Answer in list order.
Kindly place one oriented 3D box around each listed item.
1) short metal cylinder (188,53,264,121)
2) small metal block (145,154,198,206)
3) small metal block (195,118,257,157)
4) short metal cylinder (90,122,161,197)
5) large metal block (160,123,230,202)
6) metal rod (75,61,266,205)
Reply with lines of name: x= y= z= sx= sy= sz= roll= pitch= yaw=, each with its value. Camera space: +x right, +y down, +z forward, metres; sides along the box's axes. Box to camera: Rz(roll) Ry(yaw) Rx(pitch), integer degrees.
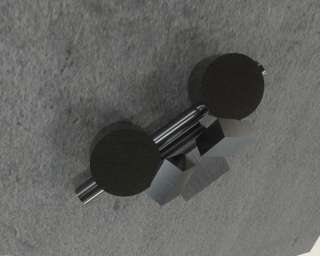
short metal cylinder: x=0.081 y=-0.051 z=0.387 sx=0.081 sy=0.050 sz=0.079 roll=-2 pitch=100 yaw=-12
small metal block: x=0.015 y=0.061 z=0.376 sx=0.050 sy=0.025 sz=0.050 roll=-61 pitch=159 yaw=16
small metal block: x=0.080 y=0.013 z=0.381 sx=0.050 sy=0.025 sz=0.050 roll=2 pitch=148 yaw=-30
short metal cylinder: x=-0.043 y=0.036 z=0.374 sx=0.081 sy=0.050 sz=0.079 roll=-2 pitch=100 yaw=-13
large metal block: x=0.043 y=0.046 z=0.444 sx=0.080 sy=0.050 sz=0.080 roll=-36 pitch=130 yaw=-5
metal rod: x=0.018 y=0.004 z=0.421 sx=0.301 sy=0.025 sz=0.025 roll=-36 pitch=129 yaw=-5
